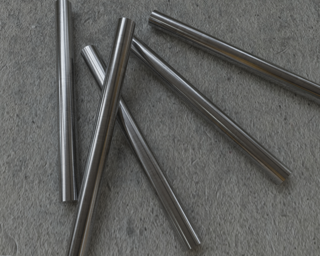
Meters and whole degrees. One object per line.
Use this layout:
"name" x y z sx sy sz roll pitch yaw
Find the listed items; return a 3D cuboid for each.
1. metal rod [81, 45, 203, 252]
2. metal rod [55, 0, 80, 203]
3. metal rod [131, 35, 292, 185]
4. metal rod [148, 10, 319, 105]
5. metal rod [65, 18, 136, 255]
"metal rod" -0.032 0.013 0.402 0.025 0.025 0.299 -27 72 -9
"metal rod" -0.129 -0.050 0.425 0.025 0.025 0.299 -7 70 -3
"metal rod" 0.050 -0.038 0.422 0.025 0.025 0.300 -43 76 -14
"metal rod" 0.120 -0.098 0.444 0.301 0.025 0.025 28 72 9
"metal rod" -0.070 0.002 0.385 0.025 0.025 0.299 9 78 3
